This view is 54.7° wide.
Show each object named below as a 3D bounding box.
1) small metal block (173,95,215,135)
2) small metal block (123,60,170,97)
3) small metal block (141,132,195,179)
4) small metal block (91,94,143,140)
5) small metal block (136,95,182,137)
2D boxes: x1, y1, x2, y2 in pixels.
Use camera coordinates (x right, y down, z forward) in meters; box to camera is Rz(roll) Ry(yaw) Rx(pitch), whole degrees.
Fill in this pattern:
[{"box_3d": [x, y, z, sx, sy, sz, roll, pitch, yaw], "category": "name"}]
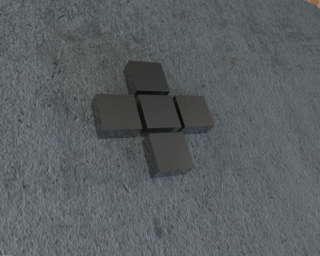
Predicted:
[{"box_3d": [0.044, -0.019, 0.442, 0.050, 0.025, 0.050, -2, 63, -30], "category": "small metal block"}, {"box_3d": [-0.020, -0.066, 0.436, 0.050, 0.025, 0.050, -2, 63, -30], "category": "small metal block"}, {"box_3d": [0.009, 0.034, 0.391, 0.050, 0.025, 0.050, -2, 63, -30], "category": "small metal block"}, {"box_3d": [-0.055, -0.014, 0.386, 0.050, 0.025, 0.050, -2, 63, -30], "category": "small metal block"}, {"box_3d": [-0.005, -0.016, 0.414, 0.050, 0.025, 0.050, -2, 63, -30], "category": "small metal block"}]
